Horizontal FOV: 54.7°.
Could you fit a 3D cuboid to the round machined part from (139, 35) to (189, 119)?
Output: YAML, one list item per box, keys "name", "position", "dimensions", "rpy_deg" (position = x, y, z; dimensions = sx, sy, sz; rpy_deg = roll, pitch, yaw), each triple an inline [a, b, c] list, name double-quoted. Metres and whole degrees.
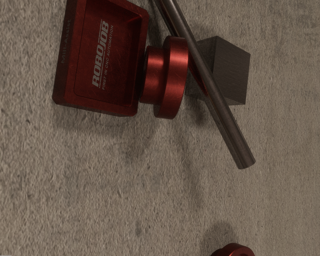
- name: "round machined part"
  position: [0.000, -0.061, 0.369]
  dimensions: [0.042, 0.098, 0.097]
  rpy_deg: [8, 85, -9]

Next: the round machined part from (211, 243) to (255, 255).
- name: "round machined part"
  position: [0.108, 0.230, 0.487]
  dimensions: [0.099, 0.042, 0.097]
  rpy_deg: [0, 90, -40]

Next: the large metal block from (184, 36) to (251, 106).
- name: "large metal block"
  position: [0.087, -0.081, 0.464]
  dimensions: [0.081, 0.050, 0.080]
  rpy_deg: [12, 82, -40]

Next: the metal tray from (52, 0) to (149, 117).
- name: "metal tray"
  position: [-0.063, -0.083, 0.349]
  dimensions: [0.091, 0.030, 0.129]
  rpy_deg: [11, 83, -40]

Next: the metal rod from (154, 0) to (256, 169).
- name: "metal rod"
  position: [0.047, -0.084, 0.399]
  dimensions: [0.025, 0.025, 0.299]
  rpy_deg: [-30, 95, -36]
